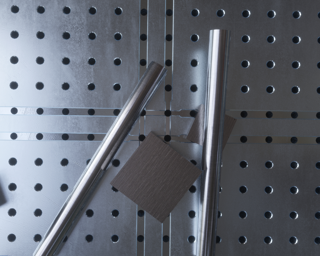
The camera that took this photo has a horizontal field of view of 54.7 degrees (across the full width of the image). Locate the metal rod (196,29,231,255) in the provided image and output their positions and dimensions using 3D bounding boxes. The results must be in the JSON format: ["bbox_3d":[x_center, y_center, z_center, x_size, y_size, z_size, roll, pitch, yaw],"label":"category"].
[{"bbox_3d":[0.066,0.032,0.390,0.025,0.025,0.298,2,100,-1],"label":"metal rod"}]

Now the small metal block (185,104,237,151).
[{"bbox_3d":[0.067,0.001,0.414,0.050,0.025,0.050,24,90,-1],"label":"small metal block"}]

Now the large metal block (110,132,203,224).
[{"bbox_3d":[-0.005,0.060,0.401,0.080,0.050,0.080,38,90,-1],"label":"large metal block"}]

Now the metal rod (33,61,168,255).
[{"bbox_3d":[-0.079,0.045,0.412,0.025,0.025,0.299,32,90,-1],"label":"metal rod"}]
